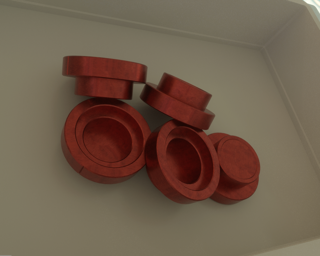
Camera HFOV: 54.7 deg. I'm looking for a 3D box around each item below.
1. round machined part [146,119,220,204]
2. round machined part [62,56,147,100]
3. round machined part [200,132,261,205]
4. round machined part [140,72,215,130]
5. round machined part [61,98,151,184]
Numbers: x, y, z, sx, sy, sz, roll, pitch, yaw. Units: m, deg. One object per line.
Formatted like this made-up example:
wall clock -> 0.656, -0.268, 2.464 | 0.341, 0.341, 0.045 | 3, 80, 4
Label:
round machined part -> 0.022, 0.041, 0.366 | 0.099, 0.042, 0.098 | 21, 55, -34
round machined part -> -0.066, -0.057, 0.370 | 0.099, 0.098, 0.042 | 2, 96, -27
round machined part -> 0.094, 0.049, 0.415 | 0.099, 0.042, 0.098 | 14, 56, -21
round machined part -> 0.027, -0.038, 0.397 | 0.098, 0.042, 0.098 | 25, 11, -5
round machined part -> -0.061, 0.017, 0.349 | 0.099, 0.042, 0.098 | 14, 56, -21
